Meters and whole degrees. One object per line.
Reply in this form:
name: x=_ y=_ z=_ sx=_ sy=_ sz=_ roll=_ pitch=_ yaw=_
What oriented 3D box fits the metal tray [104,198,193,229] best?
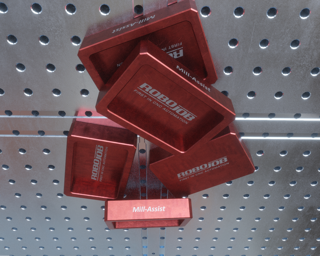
metal tray: x=-0.019 y=0.140 z=0.499 sx=0.131 sy=0.030 sz=0.090 roll=-1 pitch=154 yaw=-5

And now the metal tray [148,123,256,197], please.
metal tray: x=0.060 y=0.049 z=0.451 sx=0.130 sy=0.030 sz=0.090 roll=-23 pitch=127 yaw=18

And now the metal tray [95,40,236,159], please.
metal tray: x=0.007 y=-0.025 z=0.347 sx=0.131 sy=0.030 sz=0.090 roll=31 pitch=124 yaw=-24

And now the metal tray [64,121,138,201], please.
metal tray: x=-0.089 y=0.054 z=0.453 sx=0.091 sy=0.030 sz=0.129 roll=10 pitch=130 yaw=-9

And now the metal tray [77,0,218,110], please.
metal tray: x=-0.011 y=-0.075 z=0.344 sx=0.130 sy=0.030 sz=0.090 roll=-16 pitch=129 yaw=13
